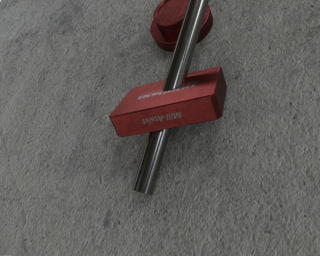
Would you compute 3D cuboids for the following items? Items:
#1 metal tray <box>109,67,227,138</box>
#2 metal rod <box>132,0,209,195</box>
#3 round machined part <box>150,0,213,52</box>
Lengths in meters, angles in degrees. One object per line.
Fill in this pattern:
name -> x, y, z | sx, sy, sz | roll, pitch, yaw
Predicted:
metal tray -> 0.013, -0.033, 0.386 | 0.130, 0.030, 0.090 | -11, 26, 22
metal rod -> 0.021, -0.065, 0.392 | 0.025, 0.025, 0.299 | 11, 79, 32
round machined part -> 0.029, -0.170, 0.481 | 0.098, 0.042, 0.098 | -13, 56, 20
